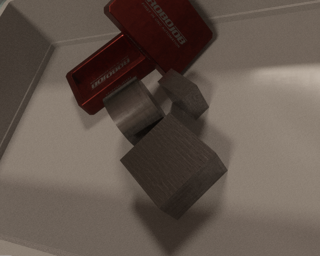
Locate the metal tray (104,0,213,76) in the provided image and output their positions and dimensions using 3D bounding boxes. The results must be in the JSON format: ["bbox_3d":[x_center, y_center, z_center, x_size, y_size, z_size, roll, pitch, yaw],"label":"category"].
[{"bbox_3d":[0.001,-0.142,0.422,0.090,0.130,0.030,-49,28,-4],"label":"metal tray"}]

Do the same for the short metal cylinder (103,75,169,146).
[{"bbox_3d":[-0.028,-0.020,0.396,0.050,0.080,0.080,-35,52,5],"label":"short metal cylinder"}]

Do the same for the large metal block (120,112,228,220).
[{"bbox_3d":[0.015,0.043,0.355,0.080,0.050,0.080,-44,51,-3],"label":"large metal block"}]

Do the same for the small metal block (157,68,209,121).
[{"bbox_3d":[0.031,-0.043,0.399,0.025,0.050,0.050,-45,51,-3],"label":"small metal block"}]

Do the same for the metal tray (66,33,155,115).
[{"bbox_3d":[-0.082,-0.091,0.499,0.130,0.030,0.090,-36,51,3],"label":"metal tray"}]
